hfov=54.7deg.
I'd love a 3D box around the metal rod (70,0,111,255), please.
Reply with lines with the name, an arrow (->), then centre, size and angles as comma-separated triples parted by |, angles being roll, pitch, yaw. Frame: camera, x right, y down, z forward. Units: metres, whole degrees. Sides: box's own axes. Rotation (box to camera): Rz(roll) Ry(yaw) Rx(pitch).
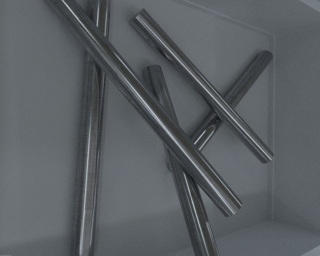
metal rod -> -0.076, -0.003, 0.343 | 0.025, 0.025, 0.298 | 6, 86, -40

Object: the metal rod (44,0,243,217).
metal rod -> -0.015, -0.026, 0.328 | 0.300, 0.025, 0.025 | 50, 58, -5

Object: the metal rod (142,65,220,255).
metal rod -> 0.028, 0.060, 0.351 | 0.025, 0.025, 0.299 | 2, 63, -40

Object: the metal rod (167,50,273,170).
metal rod -> 0.109, -0.037, 0.500 | 0.301, 0.025, 0.025 | -47, 119, -30

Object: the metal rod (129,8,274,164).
metal rod -> 0.072, -0.046, 0.443 | 0.300, 0.025, 0.025 | 43, 64, -23
